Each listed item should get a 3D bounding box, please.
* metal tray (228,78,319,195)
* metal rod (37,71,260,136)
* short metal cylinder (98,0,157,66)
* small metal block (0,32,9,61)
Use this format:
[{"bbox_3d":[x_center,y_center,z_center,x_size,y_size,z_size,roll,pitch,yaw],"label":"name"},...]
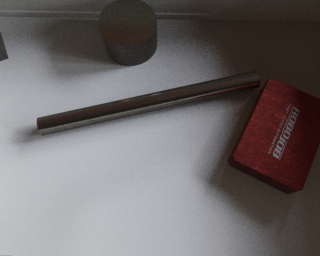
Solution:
[{"bbox_3d":[0.158,0.009,0.406,0.090,0.030,0.130,27,72,9],"label":"metal tray"},{"bbox_3d":[-0.011,-0.035,0.422,0.302,0.025,0.025,-13,71,-5],"label":"metal rod"},{"bbox_3d":[-0.044,-0.137,0.446,0.081,0.050,0.080,0,70,0],"label":"short metal cylinder"},{"bbox_3d":[-0.245,-0.128,0.440,0.025,0.050,0.050,-22,72,-8],"label":"small metal block"}]
